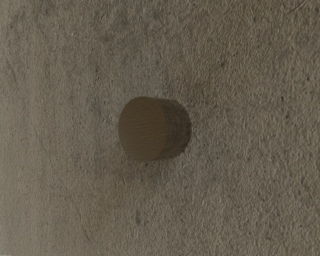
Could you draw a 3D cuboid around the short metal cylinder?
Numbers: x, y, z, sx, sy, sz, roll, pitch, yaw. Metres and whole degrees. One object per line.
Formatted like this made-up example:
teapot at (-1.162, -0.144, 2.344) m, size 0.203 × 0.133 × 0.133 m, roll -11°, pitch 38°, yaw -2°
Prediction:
short metal cylinder at (-0.007, 0.001, 0.394) m, size 0.080 × 0.050 × 0.079 m, roll 0°, pitch 90°, yaw 39°
